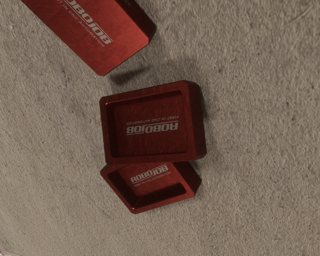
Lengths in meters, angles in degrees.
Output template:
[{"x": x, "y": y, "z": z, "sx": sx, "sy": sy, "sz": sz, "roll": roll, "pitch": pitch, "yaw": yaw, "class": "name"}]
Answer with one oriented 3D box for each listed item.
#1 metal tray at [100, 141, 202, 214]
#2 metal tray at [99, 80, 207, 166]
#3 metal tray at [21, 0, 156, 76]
[{"x": -0.016, "y": 0.072, "z": 0.455, "sx": 0.130, "sy": 0.030, "sz": 0.090, "roll": -28, "pitch": 104, "yaw": 37, "class": "metal tray"}, {"x": -0.012, "y": -0.003, "z": 0.382, "sx": 0.130, "sy": 0.030, "sz": 0.089, "roll": -7, "pitch": 88, "yaw": 31, "class": "metal tray"}, {"x": -0.079, "y": -0.129, "z": 0.342, "sx": 0.090, "sy": 0.030, "sz": 0.130, "roll": -26, "pitch": 121, "yaw": 37, "class": "metal tray"}]
